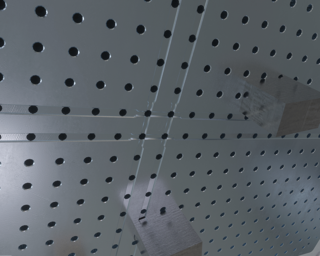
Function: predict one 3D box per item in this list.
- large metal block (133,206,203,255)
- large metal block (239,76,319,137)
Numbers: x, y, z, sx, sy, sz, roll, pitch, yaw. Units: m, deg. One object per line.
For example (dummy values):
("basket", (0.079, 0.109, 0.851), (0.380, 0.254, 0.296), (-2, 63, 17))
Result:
("large metal block", (0.011, 0.181, 0.493), (0.081, 0.080, 0.050), (-15, 125, -20))
("large metal block", (0.177, -0.034, 0.450), (0.081, 0.080, 0.050), (-10, 123, -23))
